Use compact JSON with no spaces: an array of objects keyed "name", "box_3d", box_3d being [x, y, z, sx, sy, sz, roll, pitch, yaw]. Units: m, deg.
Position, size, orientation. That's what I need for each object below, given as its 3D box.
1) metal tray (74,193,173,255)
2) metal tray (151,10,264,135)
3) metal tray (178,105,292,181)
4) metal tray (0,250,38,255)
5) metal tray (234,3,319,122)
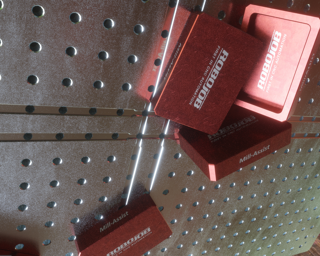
[{"name":"metal tray","box_3d":[-0.053,0.170,0.486,0.131,0.030,0.090,-31,129,-8]},{"name":"metal tray","box_3d":[0.056,-0.065,0.383,0.091,0.030,0.129,20,109,-17]},{"name":"metal tray","box_3d":[0.103,0.012,0.435,0.131,0.090,0.030,-23,127,-15]},{"name":"metal tray","box_3d":[-0.235,0.202,0.404,0.130,0.030,0.090,32,100,-39]},{"name":"metal tray","box_3d":[0.141,-0.083,0.394,0.030,0.090,0.129,-27,134,-48]}]
